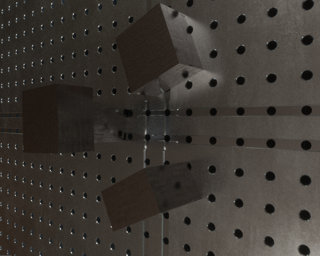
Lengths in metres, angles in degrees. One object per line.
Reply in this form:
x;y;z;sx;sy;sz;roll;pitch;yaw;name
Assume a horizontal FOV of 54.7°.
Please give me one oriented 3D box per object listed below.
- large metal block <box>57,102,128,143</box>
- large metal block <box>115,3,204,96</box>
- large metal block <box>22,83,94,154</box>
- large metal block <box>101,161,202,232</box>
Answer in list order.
-0.108;-0.011;0.460;0.080;0.081;0.050;14;99;39;large metal block
-0.003;-0.095;0.393;0.080;0.050;0.080;-26;74;36;large metal block
-0.130;-0.009;0.394;0.080;0.050;0.079;-3;88;39;large metal block
-0.010;0.083;0.380;0.080;0.081;0.050;-32;70;35;large metal block
